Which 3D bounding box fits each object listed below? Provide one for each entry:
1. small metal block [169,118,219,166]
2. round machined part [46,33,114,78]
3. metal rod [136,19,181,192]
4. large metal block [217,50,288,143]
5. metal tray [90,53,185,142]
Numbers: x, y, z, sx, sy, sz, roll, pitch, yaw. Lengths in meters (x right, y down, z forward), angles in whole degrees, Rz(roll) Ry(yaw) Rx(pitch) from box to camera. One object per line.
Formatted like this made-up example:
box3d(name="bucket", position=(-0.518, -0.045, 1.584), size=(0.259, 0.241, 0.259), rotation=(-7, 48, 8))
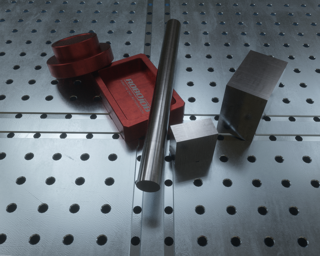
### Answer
box3d(name="small metal block", position=(0.040, 0.018, 0.377), size=(0.050, 0.050, 0.025), rotation=(-11, 51, -10))
box3d(name="round machined part", position=(-0.123, -0.114, 0.468), size=(0.099, 0.042, 0.098), rotation=(-10, 29, 6))
box3d(name="metal rod", position=(0.005, -0.054, 0.413), size=(0.025, 0.025, 0.300), rotation=(5, 50, 4))
box3d(name="large metal block", position=(0.120, -0.042, 0.409), size=(0.050, 0.080, 0.080), rotation=(25, 54, 19))
box3d(name="metal tray", position=(-0.035, -0.049, 0.445), size=(0.091, 0.030, 0.130), rotation=(-22, 54, -18))
